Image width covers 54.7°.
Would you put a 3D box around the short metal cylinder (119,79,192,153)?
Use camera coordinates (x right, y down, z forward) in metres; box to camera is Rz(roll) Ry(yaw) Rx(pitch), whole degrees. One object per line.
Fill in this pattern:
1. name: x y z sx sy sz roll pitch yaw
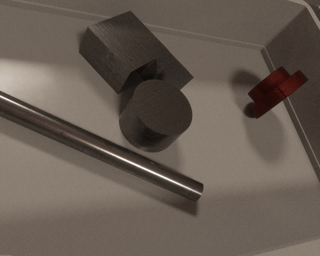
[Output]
1. short metal cylinder: -0.006 -0.015 0.397 0.081 0.050 0.080 14 56 -21

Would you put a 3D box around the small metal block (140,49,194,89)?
1. small metal block: 0.010 -0.071 0.425 0.050 0.050 0.025 34 18 -48

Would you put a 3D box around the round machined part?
1. round machined part: 0.181 -0.061 0.496 0.099 0.097 0.042 -31 80 -38

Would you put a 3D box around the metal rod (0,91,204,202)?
1. metal rod: -0.085 0.015 0.351 0.301 0.025 0.025 26 53 -13

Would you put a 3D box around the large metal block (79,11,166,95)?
1. large metal block: -0.049 -0.106 0.429 0.080 0.050 0.080 47 51 4
